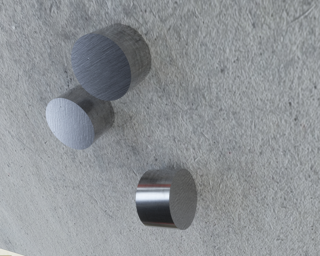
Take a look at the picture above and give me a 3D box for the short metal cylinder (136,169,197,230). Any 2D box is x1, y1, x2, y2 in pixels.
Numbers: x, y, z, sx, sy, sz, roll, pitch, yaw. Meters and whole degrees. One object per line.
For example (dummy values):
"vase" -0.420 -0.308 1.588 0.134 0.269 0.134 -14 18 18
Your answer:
"short metal cylinder" 0.011 0.096 0.425 0.050 0.080 0.080 -6 115 31

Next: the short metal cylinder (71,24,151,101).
"short metal cylinder" -0.058 -0.079 0.372 0.080 0.050 0.079 13 124 21

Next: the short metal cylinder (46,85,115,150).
"short metal cylinder" -0.112 -0.016 0.440 0.080 0.050 0.079 13 124 21
